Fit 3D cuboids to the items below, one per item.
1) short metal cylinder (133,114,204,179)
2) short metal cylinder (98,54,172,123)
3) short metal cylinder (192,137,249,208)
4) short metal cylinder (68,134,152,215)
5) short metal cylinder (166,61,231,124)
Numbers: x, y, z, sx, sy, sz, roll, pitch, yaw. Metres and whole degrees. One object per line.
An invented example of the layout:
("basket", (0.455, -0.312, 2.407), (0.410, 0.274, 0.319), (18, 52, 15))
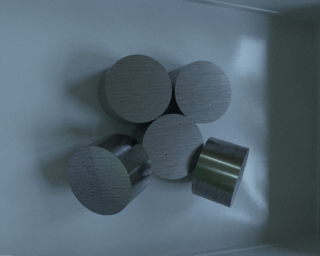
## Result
("short metal cylinder", (0.008, 0.022, 0.398), (0.081, 0.050, 0.079), (0, 90, -21))
("short metal cylinder", (-0.032, -0.046, 0.383), (0.081, 0.050, 0.079), (0, 90, -21))
("short metal cylinder", (0.080, 0.057, 0.404), (0.050, 0.080, 0.080), (17, 83, 20))
("short metal cylinder", (-0.056, 0.051, 0.354), (0.050, 0.080, 0.080), (-32, 105, -63))
("short metal cylinder", (0.047, -0.046, 0.414), (0.081, 0.050, 0.079), (0, 90, -21))
